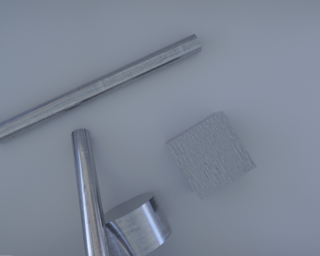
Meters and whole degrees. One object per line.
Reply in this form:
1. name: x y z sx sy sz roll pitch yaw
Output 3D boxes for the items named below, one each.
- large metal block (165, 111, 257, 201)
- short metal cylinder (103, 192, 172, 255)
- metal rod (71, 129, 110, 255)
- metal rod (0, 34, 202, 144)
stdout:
1. large metal block: 0.062 0.033 0.400 0.080 0.050 0.080 -31 90 0
2. short metal cylinder: -0.032 0.121 0.384 0.080 0.080 0.050 -26 90 0
3. metal rod: -0.067 0.125 0.328 0.025 0.025 0.299 -18 55 0
4. metal rod: -0.087 -0.050 0.410 0.301 0.025 0.025 -25 90 -1
